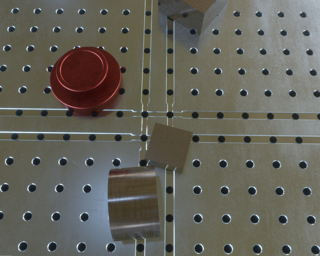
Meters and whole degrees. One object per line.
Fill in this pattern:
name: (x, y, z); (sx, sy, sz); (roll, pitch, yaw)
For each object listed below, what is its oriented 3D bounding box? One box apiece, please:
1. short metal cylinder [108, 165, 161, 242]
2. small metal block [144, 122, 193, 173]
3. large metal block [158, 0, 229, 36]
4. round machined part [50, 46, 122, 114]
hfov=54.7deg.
short metal cylinder: (-0.028, 0.084, 0.351); (0.050, 0.080, 0.080); (-5, 70, -2)
small metal block: (0.012, 0.026, 0.402); (0.050, 0.025, 0.050); (15, 71, 5)
large metal block: (0.054, -0.203, 0.473); (0.080, 0.050, 0.080); (35, 74, 11)
round machined part: (-0.103, -0.072, 0.428); (0.099, 0.042, 0.098); (0, 70, 0)
